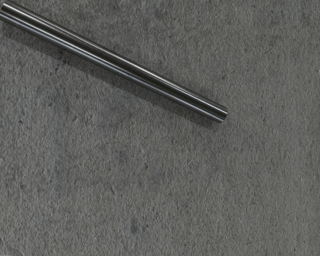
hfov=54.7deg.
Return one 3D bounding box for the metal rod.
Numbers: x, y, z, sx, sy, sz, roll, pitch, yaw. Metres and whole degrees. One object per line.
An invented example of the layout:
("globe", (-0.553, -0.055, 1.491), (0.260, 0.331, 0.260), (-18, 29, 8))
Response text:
("metal rod", (-0.042, -0.075, 0.393), (0.302, 0.025, 0.025), (23, 82, -19))
